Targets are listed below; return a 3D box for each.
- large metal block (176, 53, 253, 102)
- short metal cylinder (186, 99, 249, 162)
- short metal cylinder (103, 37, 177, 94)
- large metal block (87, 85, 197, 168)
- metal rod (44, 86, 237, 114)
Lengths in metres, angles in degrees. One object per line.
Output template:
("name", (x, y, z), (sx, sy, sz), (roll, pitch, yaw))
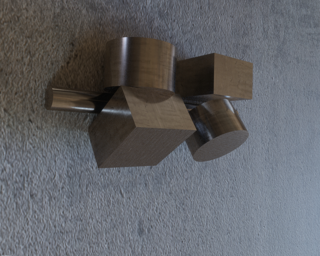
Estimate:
("large metal block", (0.070, -0.065, 0.428), (0.081, 0.080, 0.050), (2, 89, -40))
("short metal cylinder", (0.073, 0.005, 0.423), (0.081, 0.080, 0.050), (2, 54, -40))
("short metal cylinder", (-0.022, -0.066, 0.351), (0.081, 0.080, 0.050), (4, 88, -40))
("large metal block", (-0.022, 0.002, 0.344), (0.081, 0.080, 0.050), (3, 54, -40))
("metal rod", (0.003, -0.025, 0.411), (0.302, 0.025, 0.025), (3, 88, -40))
